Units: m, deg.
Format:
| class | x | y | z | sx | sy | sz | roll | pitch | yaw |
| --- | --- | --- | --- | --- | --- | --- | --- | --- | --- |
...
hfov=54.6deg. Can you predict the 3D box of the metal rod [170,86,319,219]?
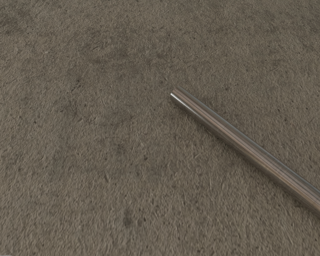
| class | x | y | z | sx | sy | sz | roll | pitch | yaw |
| --- | --- | --- | --- | --- | --- | --- | --- | --- | --- |
| metal rod | 0.122 | 0.037 | 0.372 | 0.025 | 0.025 | 0.300 | -34 | 58 | -25 |
